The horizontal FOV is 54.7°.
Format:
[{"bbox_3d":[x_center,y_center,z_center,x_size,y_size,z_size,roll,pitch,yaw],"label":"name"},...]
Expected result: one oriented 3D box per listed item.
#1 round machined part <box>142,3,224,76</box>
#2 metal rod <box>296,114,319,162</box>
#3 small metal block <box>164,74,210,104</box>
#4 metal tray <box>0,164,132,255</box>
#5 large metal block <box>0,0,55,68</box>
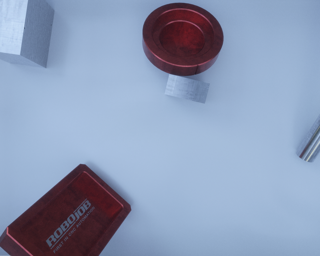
[{"bbox_3d":[0.027,-0.106,0.392,0.099,0.042,0.098,2,66,-4],"label":"round machined part"},{"bbox_3d":[0.239,-0.085,0.347,0.025,0.025,0.298,19,118,-1],"label":"metal rod"},{"bbox_3d":[0.033,-0.050,0.398,0.050,0.050,0.025,13,97,-1],"label":"small metal block"},{"bbox_3d":[-0.101,0.110,0.360,0.090,0.131,0.030,43,124,0],"label":"metal tray"},{"bbox_3d":[-0.174,-0.124,0.382,0.050,0.080,0.080,8,90,0],"label":"large metal block"}]
